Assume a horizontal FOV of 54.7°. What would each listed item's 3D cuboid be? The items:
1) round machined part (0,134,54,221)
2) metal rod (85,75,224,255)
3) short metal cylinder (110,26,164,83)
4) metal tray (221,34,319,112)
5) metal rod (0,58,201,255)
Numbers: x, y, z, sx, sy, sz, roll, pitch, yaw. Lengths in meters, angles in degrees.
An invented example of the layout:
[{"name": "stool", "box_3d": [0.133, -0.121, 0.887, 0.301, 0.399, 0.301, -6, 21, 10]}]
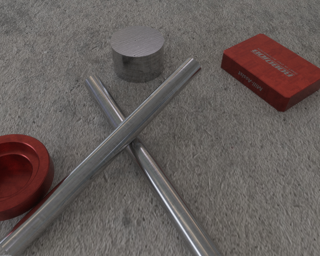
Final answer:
[{"name": "round machined part", "box_3d": [-0.167, 0.057, 0.343, 0.099, 0.042, 0.098, 0, 50, 0]}, {"name": "metal rod", "box_3d": [-0.024, 0.031, 0.376, 0.025, 0.025, 0.300, -24, 54, -19]}, {"name": "short metal cylinder", "box_3d": [-0.034, -0.116, 0.484, 0.081, 0.050, 0.080, 0, 50, 0]}, {"name": "metal tray", "box_3d": [0.171, -0.090, 0.477, 0.091, 0.030, 0.130, -29, 56, -22]}, {"name": "metal rod", "box_3d": [-0.052, 0.018, 0.358, 0.025, 0.025, 0.301, 33, 66, 24]}]
